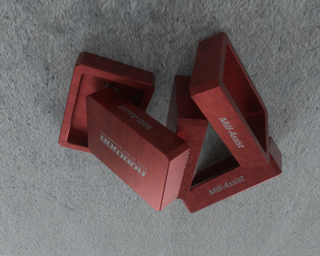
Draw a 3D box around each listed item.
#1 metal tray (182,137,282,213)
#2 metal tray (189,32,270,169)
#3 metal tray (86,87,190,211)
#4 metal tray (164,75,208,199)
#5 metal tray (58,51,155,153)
[{"bbox_3d":[0.097,0.062,0.420,0.130,0.090,0.030,-31,89,23],"label":"metal tray"},{"bbox_3d":[0.082,-0.027,0.341,0.030,0.090,0.130,-17,130,32],"label":"metal tray"},{"bbox_3d":[-0.032,0.022,0.353,0.130,0.030,0.089,36,137,28],"label":"metal tray"},{"bbox_3d":[0.025,0.013,0.378,0.030,0.090,0.129,5,131,-5],"label":"metal tray"},{"bbox_3d":[-0.069,-0.021,0.387,0.091,0.030,0.129,15,128,-13],"label":"metal tray"}]
